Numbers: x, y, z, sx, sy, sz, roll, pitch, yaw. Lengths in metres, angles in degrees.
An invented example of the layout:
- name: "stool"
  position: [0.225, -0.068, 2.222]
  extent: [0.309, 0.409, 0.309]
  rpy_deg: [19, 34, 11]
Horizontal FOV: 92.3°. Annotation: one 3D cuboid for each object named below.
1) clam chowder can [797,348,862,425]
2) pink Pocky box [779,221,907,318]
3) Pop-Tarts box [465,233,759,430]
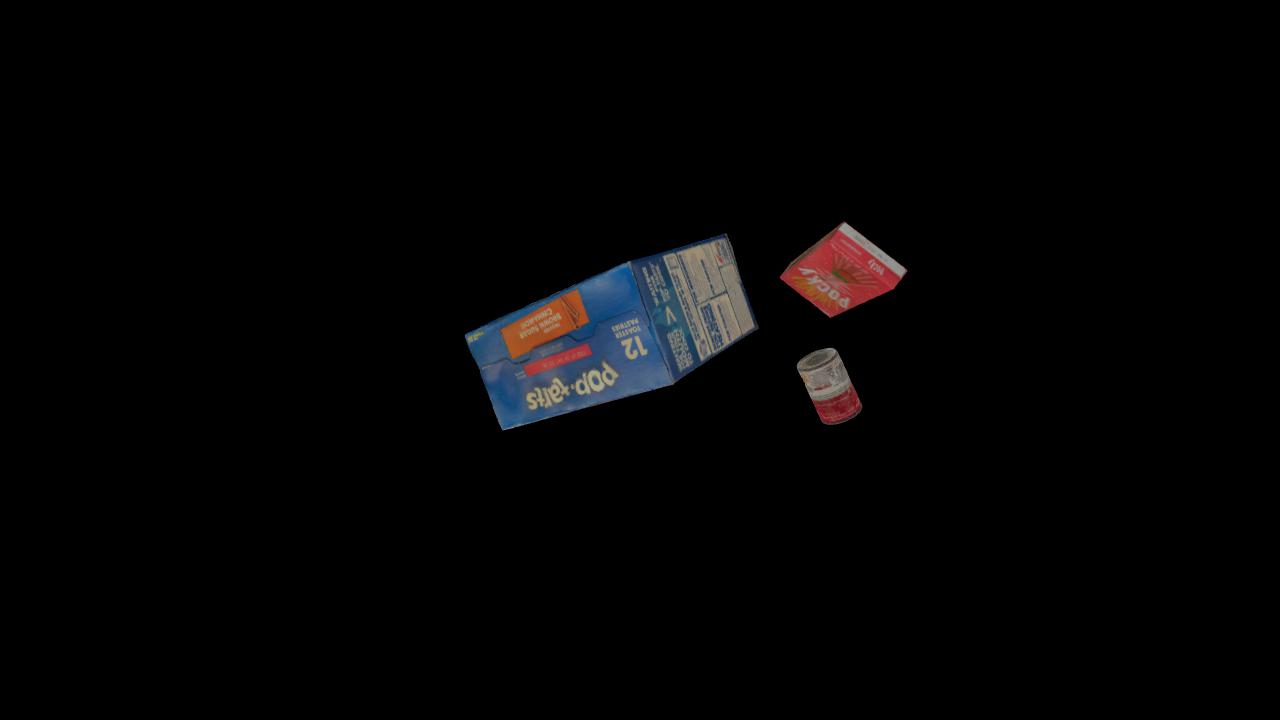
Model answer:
- name: "clam chowder can"
  position: [0.295, 0.040, 0.960]
  extent: [0.068, 0.102, 0.068]
  rpy_deg: [-27, 14, 7]
- name: "pink Pocky box"
  position: [0.221, -0.096, 0.691]
  extent: [0.084, 0.029, 0.155]
  rpy_deg: [38, -10, -1]
- name: "Pop-Tarts box"
  position: [-0.019, -0.022, 0.469]
  extent: [0.167, 0.083, 0.141]
  rpy_deg: [-18, 7, 37]
